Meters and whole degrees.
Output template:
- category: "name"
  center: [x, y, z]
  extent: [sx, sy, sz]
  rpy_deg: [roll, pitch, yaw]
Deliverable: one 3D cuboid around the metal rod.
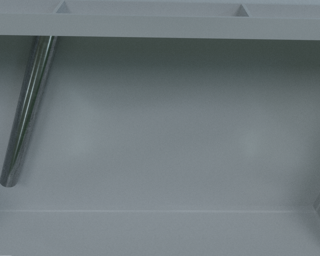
- category: "metal rod"
  center: [-0.166, -0.022, 0.387]
  extent: [0.025, 0.025, 0.298]
  rpy_deg: [20, 127, -17]
